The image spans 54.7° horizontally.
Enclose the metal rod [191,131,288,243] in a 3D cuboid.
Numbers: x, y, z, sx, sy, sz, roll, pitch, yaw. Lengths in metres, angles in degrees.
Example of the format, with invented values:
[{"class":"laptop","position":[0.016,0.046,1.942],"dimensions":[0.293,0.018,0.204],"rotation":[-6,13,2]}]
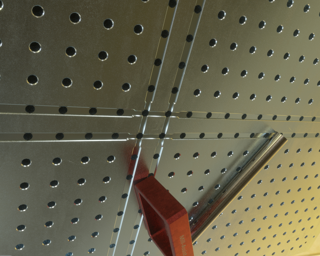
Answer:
[{"class":"metal rod","position":[0.116,0.127,0.555],"dimensions":[0.299,0.025,0.025],"rotation":[-49,129,6]}]

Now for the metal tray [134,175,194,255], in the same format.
[{"class":"metal tray","position":[0.008,0.145,0.462],"dimensions":[0.030,0.090,0.129],"rotation":[-27,129,-22]}]
